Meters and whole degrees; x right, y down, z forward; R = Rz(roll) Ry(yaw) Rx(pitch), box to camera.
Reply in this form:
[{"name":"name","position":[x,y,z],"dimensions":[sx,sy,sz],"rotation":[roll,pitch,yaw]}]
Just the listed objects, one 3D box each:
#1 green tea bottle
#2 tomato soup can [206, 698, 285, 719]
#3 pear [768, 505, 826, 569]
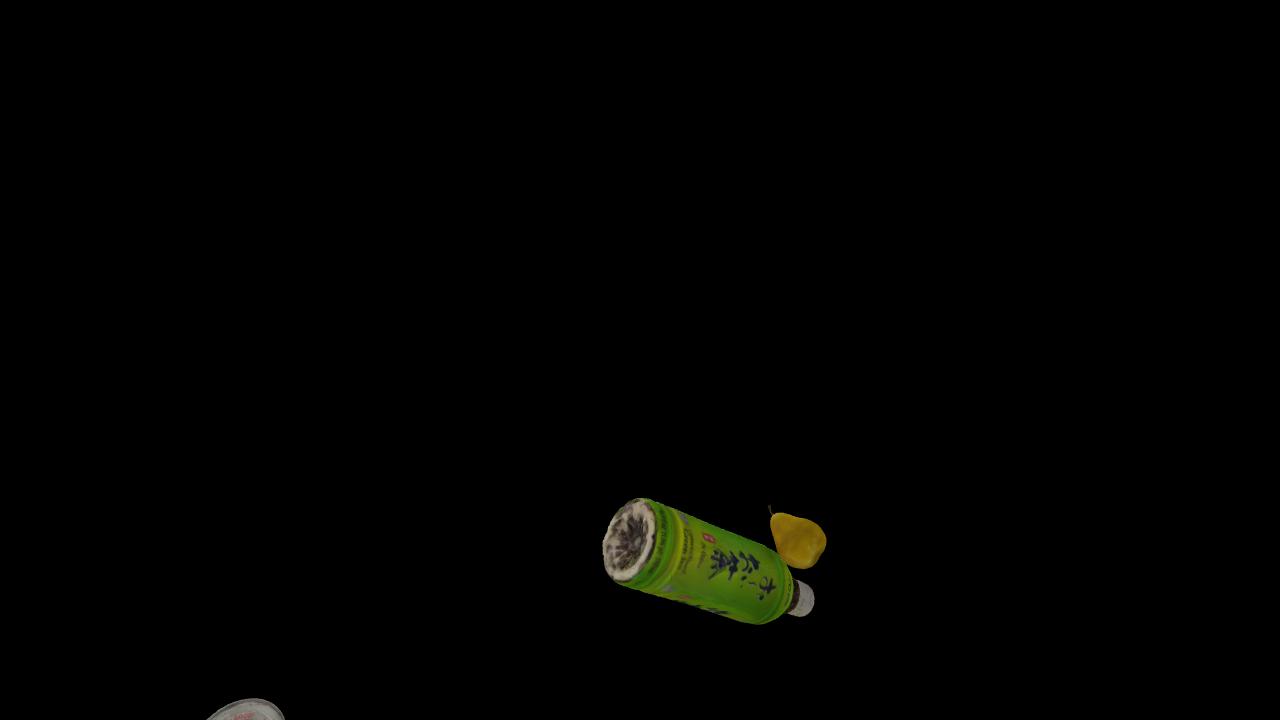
[{"name":"green tea bottle","position":[0.070,0.180,0.525],"dimensions":[0.212,0.073,0.073],"rotation":[26,-14,-29]},{"name":"tomato soup can","position":[-0.326,0.335,0.513],"dimensions":[0.068,0.068,0.101],"rotation":[0,-44,-20]},{"name":"pear","position":[0.240,0.282,0.991],"dimensions":[0.111,0.080,0.080],"rotation":[31,19,34]}]
